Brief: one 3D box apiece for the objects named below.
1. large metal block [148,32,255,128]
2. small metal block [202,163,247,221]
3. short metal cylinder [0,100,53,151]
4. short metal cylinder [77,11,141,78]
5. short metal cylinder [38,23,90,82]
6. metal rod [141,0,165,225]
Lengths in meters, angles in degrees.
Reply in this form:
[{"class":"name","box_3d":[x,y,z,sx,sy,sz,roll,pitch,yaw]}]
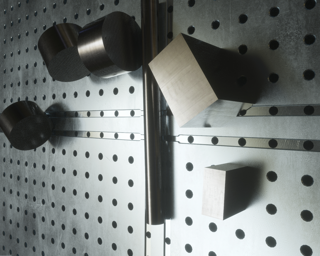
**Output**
[{"class":"large metal block","box_3d":[0.046,-0.047,0.336,0.050,0.081,0.080,-38,67,33]},{"class":"small metal block","box_3d":[0.071,0.067,0.335,0.025,0.050,0.050,5,93,40]},{"class":"short metal cylinder","box_3d":[-0.250,-0.005,0.580,0.050,0.081,0.080,41,115,32]},{"class":"short metal cylinder","box_3d":[-0.065,-0.113,0.427,0.050,0.081,0.080,-6,86,40]},{"class":"short metal cylinder","box_3d":[-0.146,-0.119,0.494,0.080,0.081,0.050,-44,64,31]},{"class":"metal rod","box_3d":[-0.010,-0.023,0.417,0.025,0.025,0.298,-3,88,40]}]
